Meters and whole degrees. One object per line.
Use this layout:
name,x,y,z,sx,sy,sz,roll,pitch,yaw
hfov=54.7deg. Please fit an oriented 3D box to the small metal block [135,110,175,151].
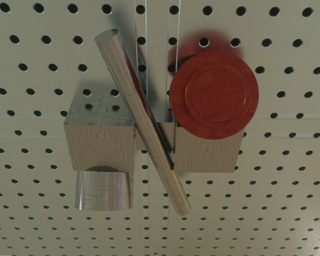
small metal block,-0.006,0.004,0.415,0.050,0.025,0.050,0,130,-1

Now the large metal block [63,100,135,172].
large metal block,-0.073,0.011,0.405,0.081,0.050,0.079,1,130,-2

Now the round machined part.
round machined part,0.060,-0.035,0.339,0.099,0.042,0.097,0,95,-1

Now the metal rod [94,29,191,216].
metal rod,-0.008,0.018,0.393,0.025,0.025,0.299,-14,129,11

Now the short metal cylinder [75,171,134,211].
short metal cylinder,-0.078,0.087,0.440,0.081,0.050,0.080,1,173,0

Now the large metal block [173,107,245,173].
large metal block,0.059,0.013,0.408,0.081,0.050,0.079,1,130,-1
